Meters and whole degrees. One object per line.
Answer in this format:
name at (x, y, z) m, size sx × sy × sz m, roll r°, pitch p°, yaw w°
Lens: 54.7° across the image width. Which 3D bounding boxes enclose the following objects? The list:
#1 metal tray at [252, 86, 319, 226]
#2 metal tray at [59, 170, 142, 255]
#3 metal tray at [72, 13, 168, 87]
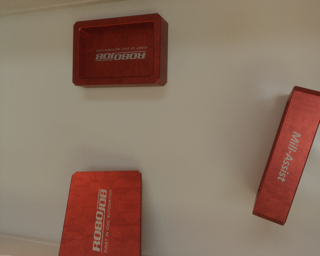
metal tray at (0.135, 0.026, 0.328) m, size 0.030 × 0.090 × 0.129 m, roll 18°, pitch 96°, yaw 19°
metal tray at (-0.068, 0.116, 0.378) m, size 0.091 × 0.030 × 0.130 m, roll -1°, pitch 52°, yaw -2°
metal tray at (-0.056, -0.103, 0.426) m, size 0.130 × 0.030 × 0.089 m, roll 1°, pitch 90°, yaw 19°
